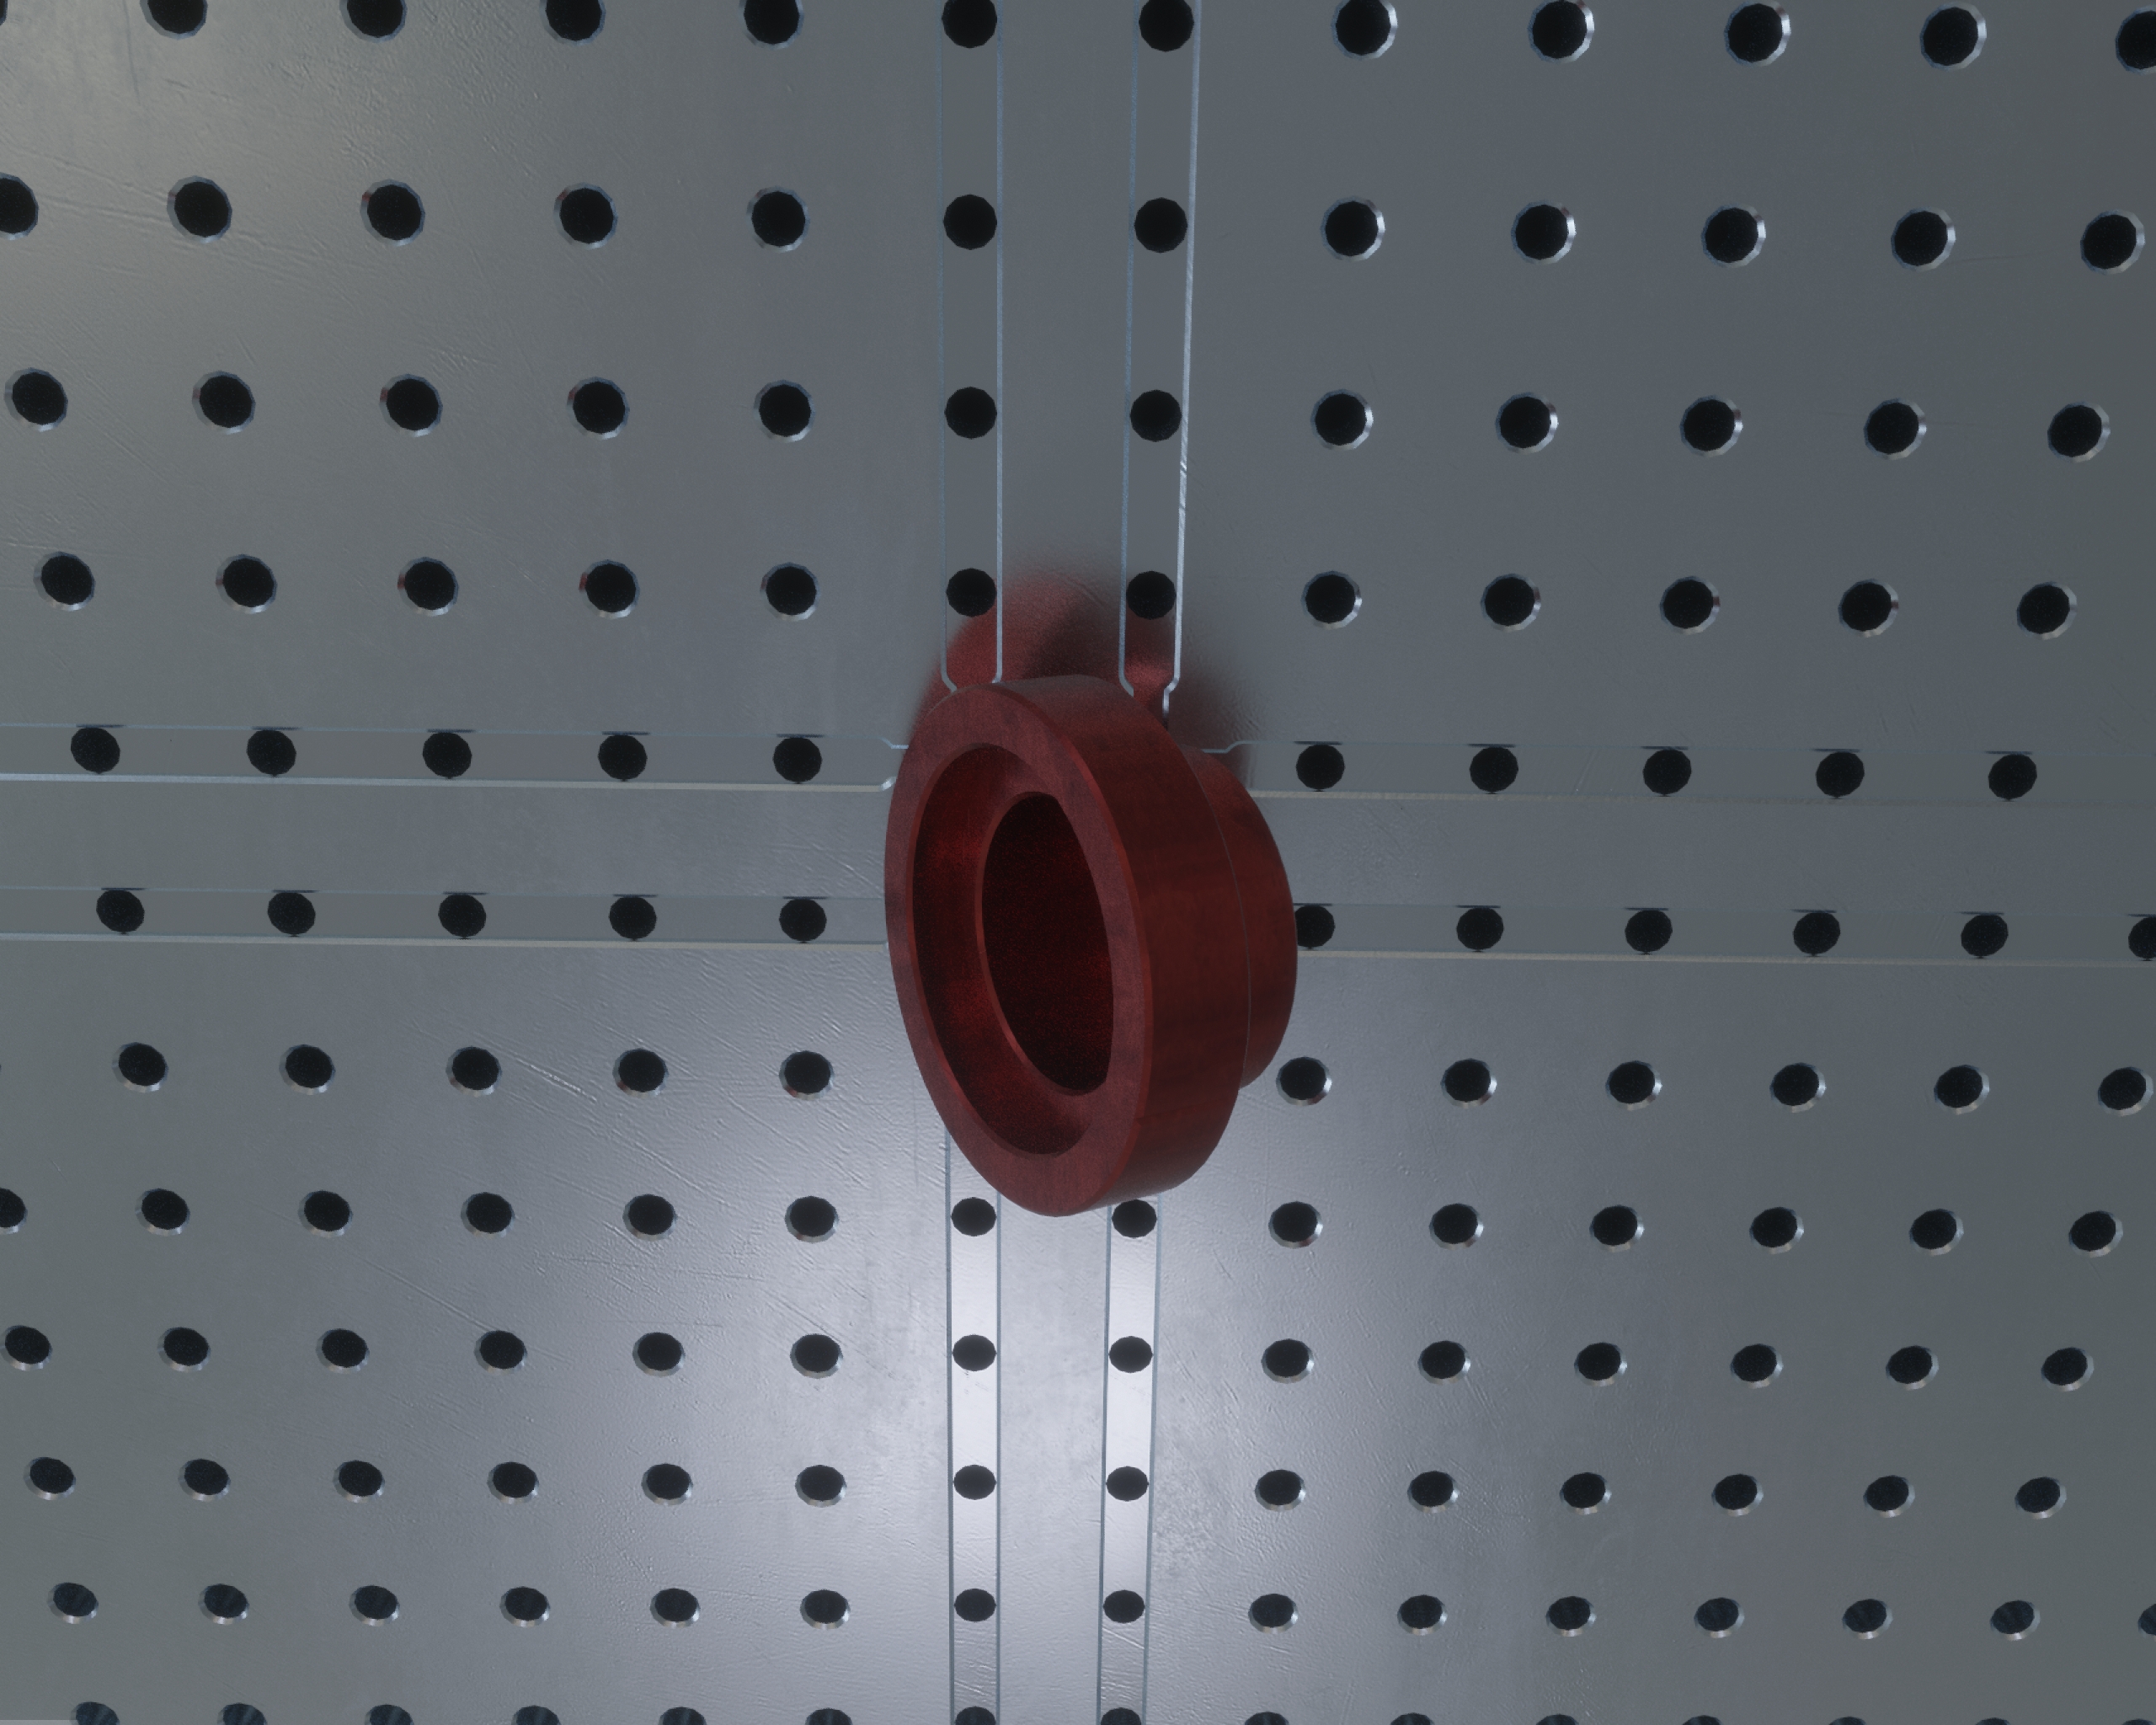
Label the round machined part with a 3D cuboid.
[{"bbox_3d":[0.004,0.014,0.390,0.042,0.098,0.097,-9,114,-30],"label":"round machined part"}]
